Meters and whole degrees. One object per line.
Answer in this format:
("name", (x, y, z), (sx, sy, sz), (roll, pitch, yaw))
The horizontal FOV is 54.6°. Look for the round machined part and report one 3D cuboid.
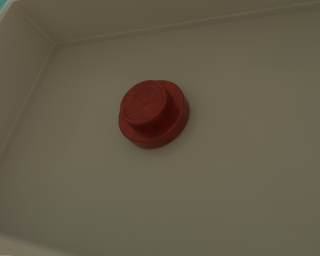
("round machined part", (-0.014, -0.025, 0.414), (0.098, 0.042, 0.098), (-13, 56, 21))
